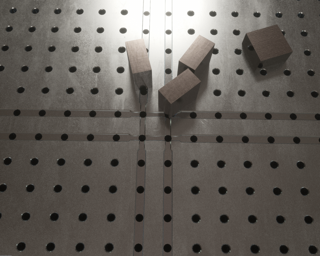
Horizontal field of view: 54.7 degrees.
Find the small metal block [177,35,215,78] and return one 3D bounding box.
[{"bbox_3d":[0.049,-0.092,0.433,0.025,0.050,0.050,33,73,11],"label":"small metal block"}]

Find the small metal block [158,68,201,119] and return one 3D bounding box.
[{"bbox_3d":[0.025,-0.045,0.415,0.050,0.050,0.025,-38,75,-13],"label":"small metal block"}]

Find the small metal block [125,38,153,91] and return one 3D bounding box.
[{"bbox_3d":[-0.029,-0.087,0.430,0.025,0.050,0.050,-13,71,-5],"label":"small metal block"}]

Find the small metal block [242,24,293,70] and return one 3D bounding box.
[{"bbox_3d":[0.157,-0.119,0.457,0.050,0.025,0.050,-18,71,-7],"label":"small metal block"}]
